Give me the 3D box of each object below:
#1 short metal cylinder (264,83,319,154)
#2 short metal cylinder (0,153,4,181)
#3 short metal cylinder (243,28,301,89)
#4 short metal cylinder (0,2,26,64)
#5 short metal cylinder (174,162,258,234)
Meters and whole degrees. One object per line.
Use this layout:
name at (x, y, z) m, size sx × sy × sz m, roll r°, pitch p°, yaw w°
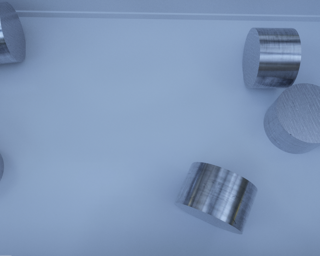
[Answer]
short metal cylinder at (0.183, -0.011, 0.403) m, size 0.081 × 0.050 × 0.080 m, roll 0°, pitch 70°, yaw 0°
short metal cylinder at (-0.242, 0.048, 0.376) m, size 0.081 × 0.050 × 0.080 m, roll 0°, pitch 70°, yaw 0°
short metal cylinder at (0.147, -0.093, 0.416) m, size 0.050 × 0.080 × 0.080 m, roll 0°, pitch 70°, yaw 0°
short metal cylinder at (-0.226, -0.128, 0.424) m, size 0.050 × 0.080 × 0.080 m, roll -7°, pitch 70°, yaw -3°
short metal cylinder at (0.063, 0.080, 0.352) m, size 0.080 × 0.080 × 0.050 m, roll 24°, pitch 72°, yaw 8°
